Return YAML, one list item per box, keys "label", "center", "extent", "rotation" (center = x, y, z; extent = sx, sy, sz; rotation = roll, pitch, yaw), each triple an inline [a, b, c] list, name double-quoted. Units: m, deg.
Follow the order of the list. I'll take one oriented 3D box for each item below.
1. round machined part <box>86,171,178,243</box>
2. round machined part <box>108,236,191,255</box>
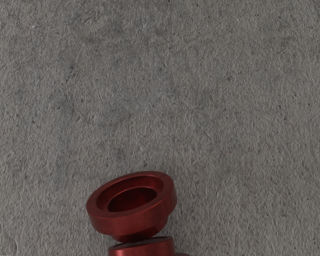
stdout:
- label: "round machined part"
  center: [-0.028, 0.090, 0.347]
  extent: [0.099, 0.098, 0.042]
  rotation: [-15, 107, -6]
- label: "round machined part"
  center: [-0.017, 0.138, 0.317]
  extent: [0.099, 0.098, 0.042]
  rotation: [-8, 76, -3]
